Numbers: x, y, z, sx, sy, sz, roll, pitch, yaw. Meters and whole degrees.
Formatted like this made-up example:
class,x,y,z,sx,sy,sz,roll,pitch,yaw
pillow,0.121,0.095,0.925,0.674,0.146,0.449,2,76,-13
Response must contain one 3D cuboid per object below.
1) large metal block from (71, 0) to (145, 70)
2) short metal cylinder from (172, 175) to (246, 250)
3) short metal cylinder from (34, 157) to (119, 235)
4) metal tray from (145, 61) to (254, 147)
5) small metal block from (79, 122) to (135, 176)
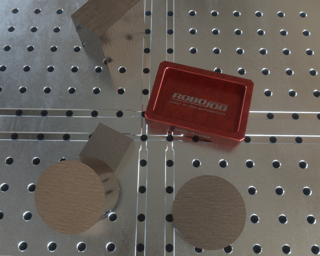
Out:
class,x,y,z,sx,sy,sz,roll,pitch,yaw
large metal block,-0.068,-0.142,0.434,0.050,0.080,0.080,39,75,13
short metal cylinder,0.054,0.099,0.362,0.081,0.050,0.080,0,70,0
short metal cylinder,-0.094,0.075,0.357,0.080,0.050,0.080,0,88,9
metal tray,0.053,-0.034,0.421,0.131,0.030,0.090,14,70,5
small metal block,-0.067,0.029,0.401,0.050,0.025,0.050,26,72,9
